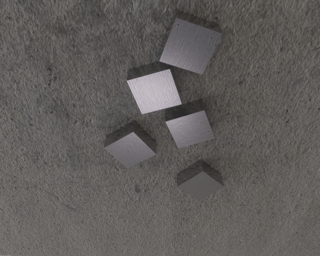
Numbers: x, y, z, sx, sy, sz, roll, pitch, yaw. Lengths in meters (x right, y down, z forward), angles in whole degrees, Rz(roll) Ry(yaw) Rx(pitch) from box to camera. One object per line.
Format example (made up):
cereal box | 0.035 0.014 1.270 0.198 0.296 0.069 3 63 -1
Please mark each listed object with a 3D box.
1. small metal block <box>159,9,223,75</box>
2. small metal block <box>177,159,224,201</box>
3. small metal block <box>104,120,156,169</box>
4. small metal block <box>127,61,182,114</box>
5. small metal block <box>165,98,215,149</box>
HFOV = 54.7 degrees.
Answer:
small metal block | 0.031 -0.091 0.330 0.050 0.025 0.050 15 129 -13
small metal block | 0.062 0.081 0.477 0.050 0.025 0.050 -37 121 27
small metal block | -0.040 0.023 0.427 0.050 0.025 0.050 -28 125 22
small metal block | -0.006 -0.048 0.366 0.050 0.025 0.050 -14 129 11
small metal block | 0.039 -0.005 0.403 0.050 0.025 0.050 -17 129 13
